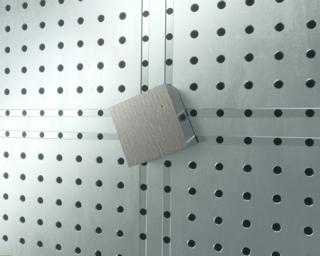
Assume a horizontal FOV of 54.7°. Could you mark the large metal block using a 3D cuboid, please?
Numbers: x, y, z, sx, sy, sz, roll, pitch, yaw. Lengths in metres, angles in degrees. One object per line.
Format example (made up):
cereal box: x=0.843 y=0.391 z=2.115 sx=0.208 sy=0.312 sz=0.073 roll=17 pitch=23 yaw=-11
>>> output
large metal block: x=-0.008 y=-0.002 z=0.398 sx=0.080 sy=0.050 sz=0.080 roll=-22 pitch=83 yaw=18
